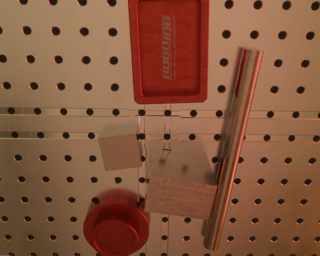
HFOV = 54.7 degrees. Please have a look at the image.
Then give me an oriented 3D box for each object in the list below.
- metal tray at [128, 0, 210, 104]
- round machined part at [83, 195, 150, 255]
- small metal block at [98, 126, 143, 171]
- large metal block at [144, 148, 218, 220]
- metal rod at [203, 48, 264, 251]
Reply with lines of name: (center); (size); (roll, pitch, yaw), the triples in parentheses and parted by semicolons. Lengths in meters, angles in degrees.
metal tray: (0.011, -0.096, 0.375); (0.091, 0.030, 0.129); (-2, 110, 0)
round machined part: (-0.065, 0.153, 0.460); (0.099, 0.042, 0.097); (0, 110, -1)
small metal block: (-0.053, 0.028, 0.423); (0.050, 0.025, 0.050); (-7, 110, 2)
large metal block: (0.024, 0.071, 0.411); (0.081, 0.080, 0.050); (9, 110, -4)
metal rod: (0.097, 0.043, 0.430); (0.025, 0.025, 0.298); (6, 110, -3)
